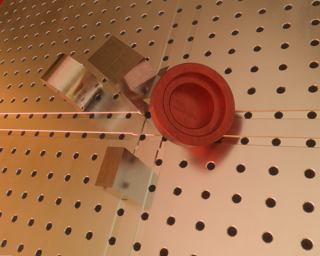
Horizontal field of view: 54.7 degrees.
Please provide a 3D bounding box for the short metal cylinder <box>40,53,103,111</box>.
[{"bbox_3d":[-0.138,-0.071,0.487,0.080,0.080,0.050,28,77,37],"label":"short metal cylinder"}]

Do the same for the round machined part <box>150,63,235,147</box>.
[{"bbox_3d":[0.035,-0.025,0.371,0.099,0.042,0.097,3,80,-14],"label":"round machined part"}]

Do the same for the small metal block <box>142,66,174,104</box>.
[{"bbox_3d":[0.014,-0.045,0.408,0.025,0.050,0.050,-3,55,61],"label":"small metal block"}]

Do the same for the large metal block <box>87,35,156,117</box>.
[{"bbox_3d":[-0.044,-0.073,0.439,0.050,0.080,0.080,-45,51,-3],"label":"large metal block"}]

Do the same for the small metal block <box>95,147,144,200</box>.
[{"bbox_3d":[-0.048,0.056,0.382,0.025,0.050,0.050,0,62,28],"label":"small metal block"}]
